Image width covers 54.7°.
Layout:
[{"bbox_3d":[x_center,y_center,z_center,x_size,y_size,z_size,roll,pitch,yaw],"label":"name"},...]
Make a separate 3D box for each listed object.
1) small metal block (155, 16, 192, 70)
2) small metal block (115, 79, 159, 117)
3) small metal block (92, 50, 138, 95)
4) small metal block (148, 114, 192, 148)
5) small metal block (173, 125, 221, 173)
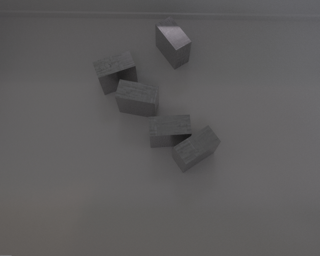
[{"bbox_3d":[0.018,-0.120,0.440,0.025,0.050,0.050,-32,73,-11],"label":"small metal block"},{"bbox_3d":[-0.029,-0.037,0.410,0.050,0.050,0.025,11,71,4],"label":"small metal block"},{"bbox_3d":[-0.059,-0.074,0.423,0.050,0.050,0.025,-20,72,-7],"label":"small metal block"},{"bbox_3d":[0.012,0.005,0.394,0.050,0.050,0.025,-3,70,-1],"label":"small metal block"},{"bbox_3d":[0.044,0.027,0.386,0.050,0.050,0.025,-32,73,-11],"label":"small metal block"}]
